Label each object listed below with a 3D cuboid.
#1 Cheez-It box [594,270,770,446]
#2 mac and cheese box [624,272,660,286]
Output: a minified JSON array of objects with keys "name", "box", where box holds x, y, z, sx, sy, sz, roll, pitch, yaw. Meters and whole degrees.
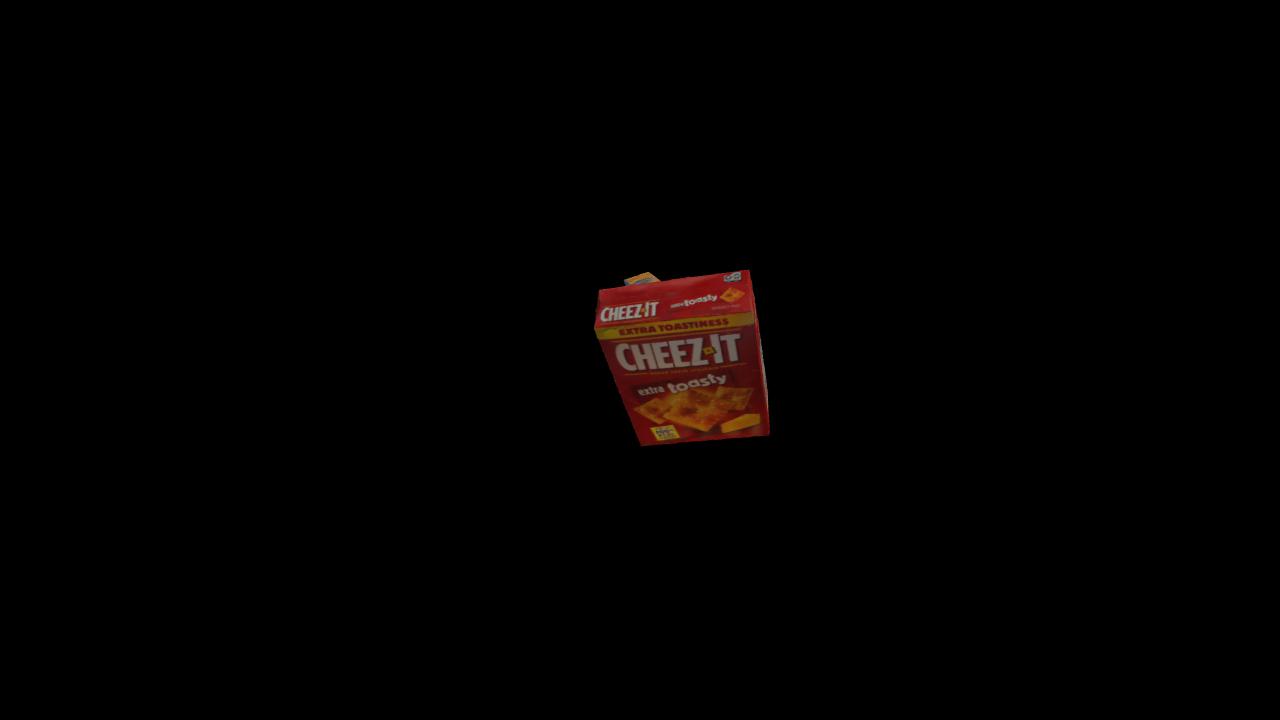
[{"name":"Cheez-It box","box":[0.058,0.007,0.704,0.166,0.071,0.223,-6,-42,12]},{"name":"mac and cheese box","box":[0.032,-0.012,0.764,0.041,0.184,0.093,-21,20,-2]}]
